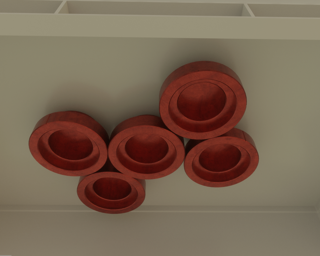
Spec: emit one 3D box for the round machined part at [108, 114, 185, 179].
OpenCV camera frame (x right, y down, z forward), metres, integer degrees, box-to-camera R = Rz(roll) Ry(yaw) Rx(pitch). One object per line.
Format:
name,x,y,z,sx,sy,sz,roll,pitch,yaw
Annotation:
round machined part,-0.017,0.021,0.411,0.099,0.042,0.097,0,130,0

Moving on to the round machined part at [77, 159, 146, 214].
round machined part,-0.070,0.083,0.464,0.099,0.042,0.097,0,130,0

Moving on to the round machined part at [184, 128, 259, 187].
round machined part,0.081,0.034,0.424,0.099,0.042,0.097,0,130,0

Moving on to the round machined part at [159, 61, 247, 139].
round machined part,0.048,-0.036,0.364,0.099,0.042,0.097,0,130,0

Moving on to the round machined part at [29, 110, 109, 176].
round machined part,-0.115,0.016,0.407,0.099,0.042,0.097,0,130,0
